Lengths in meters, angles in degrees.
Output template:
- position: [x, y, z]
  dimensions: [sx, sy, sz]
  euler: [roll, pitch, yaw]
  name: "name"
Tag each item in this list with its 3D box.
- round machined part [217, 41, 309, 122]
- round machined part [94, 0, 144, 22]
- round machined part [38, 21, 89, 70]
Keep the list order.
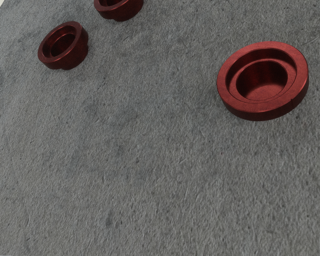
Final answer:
- position: [0.120, -0.050, 0.361]
  dimensions: [0.098, 0.042, 0.098]
  euler: [-13, 56, 21]
  name: "round machined part"
- position: [-0.070, -0.238, 0.576]
  dimensions: [0.098, 0.042, 0.098]
  euler: [-13, 56, 21]
  name: "round machined part"
- position: [-0.173, -0.147, 0.574]
  dimensions: [0.098, 0.042, 0.098]
  euler: [-13, 56, 21]
  name: "round machined part"
